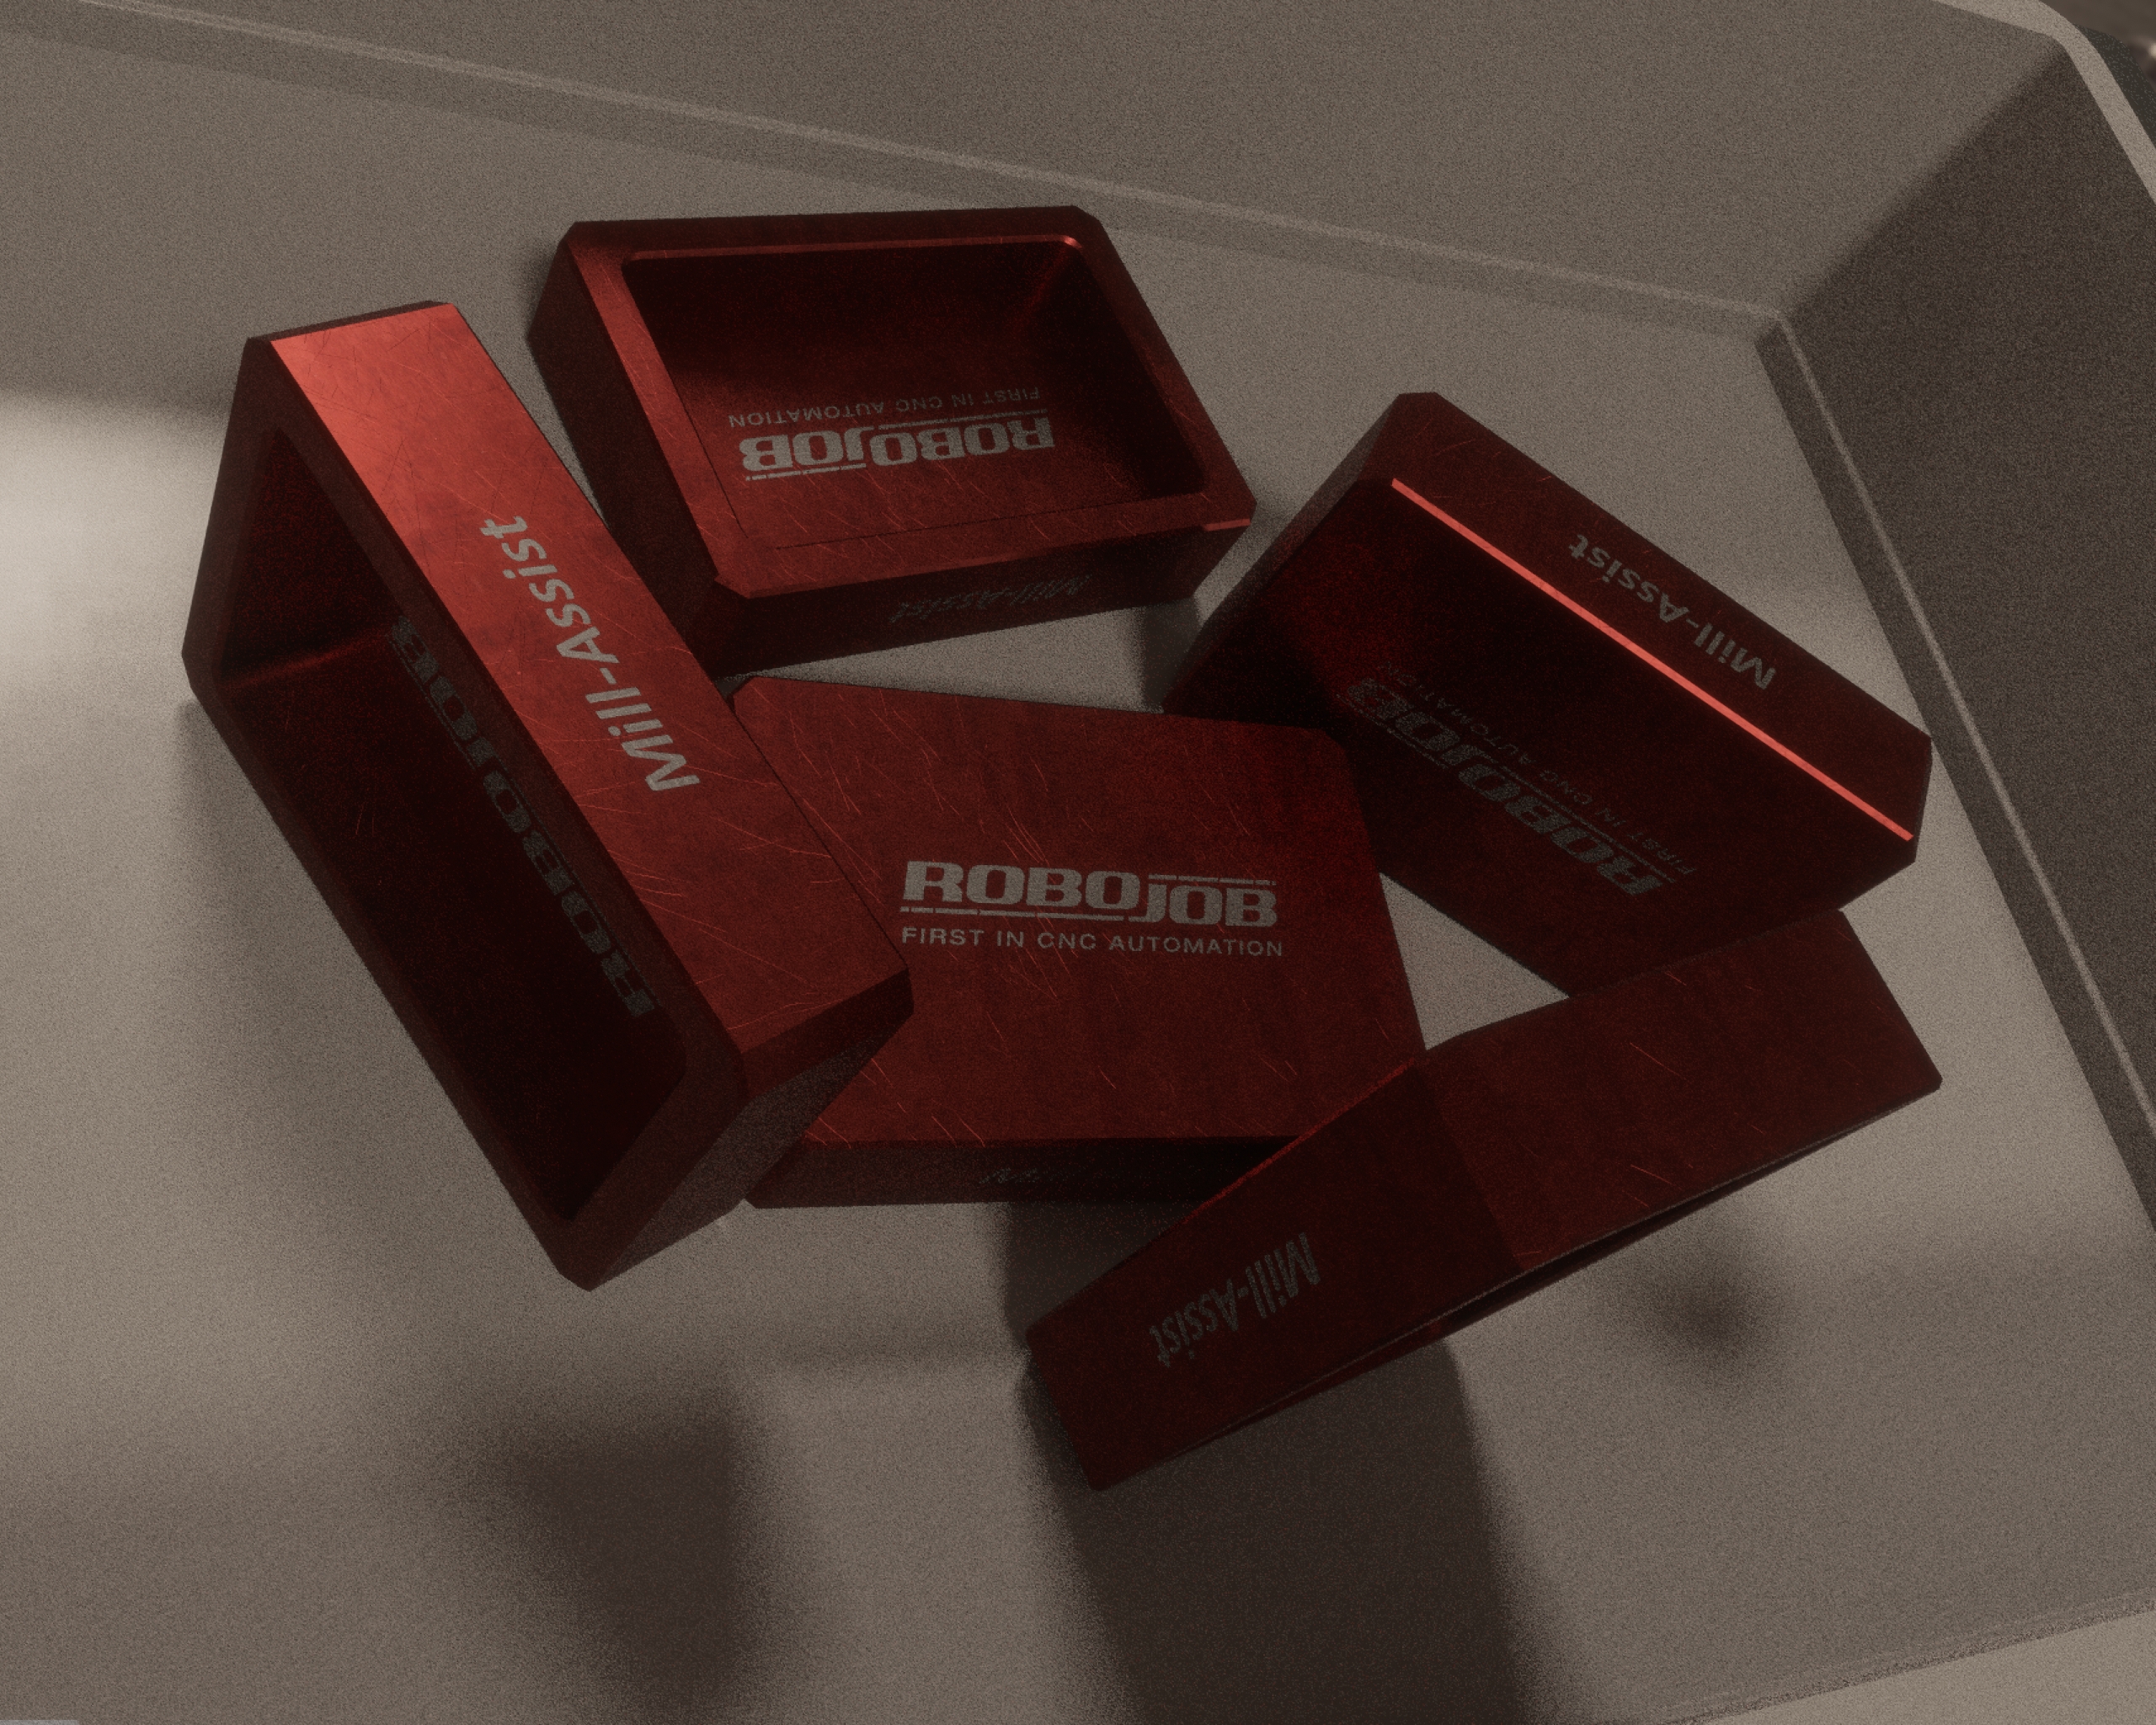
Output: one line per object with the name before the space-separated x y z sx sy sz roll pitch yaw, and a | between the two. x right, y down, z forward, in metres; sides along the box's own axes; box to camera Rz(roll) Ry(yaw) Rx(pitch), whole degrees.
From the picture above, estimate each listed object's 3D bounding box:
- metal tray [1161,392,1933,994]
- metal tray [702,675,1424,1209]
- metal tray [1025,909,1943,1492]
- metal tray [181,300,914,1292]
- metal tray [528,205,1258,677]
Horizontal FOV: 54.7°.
metal tray | 0.094 -0.027 0.430 0.130 0.090 0.030 33 52 -7
metal tray | -0.002 0.016 0.389 0.131 0.030 0.090 3 60 -27
metal tray | 0.059 0.057 0.333 0.091 0.129 0.030 -13 69 -34
metal tray | -0.087 -0.008 0.320 0.030 0.090 0.130 -27 77 -38
metal tray | -0.036 -0.092 0.438 0.131 0.030 0.090 -14 69 -34
